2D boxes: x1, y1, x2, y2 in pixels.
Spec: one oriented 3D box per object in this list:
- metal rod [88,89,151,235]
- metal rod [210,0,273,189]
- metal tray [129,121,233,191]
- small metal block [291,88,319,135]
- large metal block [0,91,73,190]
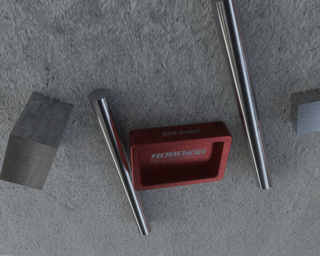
[{"bbox_3d":[-0.051,0.072,0.467,0.025,0.025,0.298,-7,130,5],"label":"metal rod"},{"bbox_3d":[0.112,-0.021,0.390,0.025,0.025,0.299,-16,129,12],"label":"metal rod"},{"bbox_3d":[0.026,0.040,0.424,0.131,0.030,0.089,-6,131,-8],"label":"metal tray"},{"bbox_3d":[0.196,-0.022,0.392,0.050,0.025,0.050,-11,130,9],"label":"small metal block"},{"bbox_3d":[-0.151,0.016,0.382,0.050,0.080,0.079,20,127,-17],"label":"large metal block"}]
